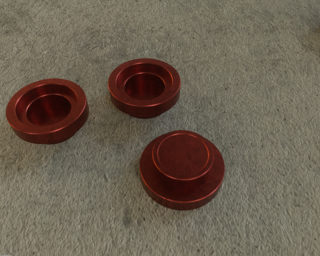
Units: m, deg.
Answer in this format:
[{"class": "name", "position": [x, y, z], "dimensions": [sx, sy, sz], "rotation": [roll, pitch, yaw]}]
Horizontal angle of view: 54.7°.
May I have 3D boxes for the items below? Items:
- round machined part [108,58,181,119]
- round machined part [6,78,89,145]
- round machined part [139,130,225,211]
[{"class": "round machined part", "position": [-0.021, -0.051, 0.435], "dimensions": [0.099, 0.042, 0.098], "rotation": [0, 50, 0]}, {"class": "round machined part", "position": [-0.143, -0.017, 0.406], "dimensions": [0.099, 0.042, 0.098], "rotation": [0, 50, 0]}, {"class": "round machined part", "position": [0.026, 0.041, 0.358], "dimensions": [0.099, 0.042, 0.098], "rotation": [0, 50, 0]}]
